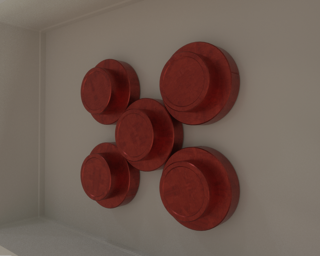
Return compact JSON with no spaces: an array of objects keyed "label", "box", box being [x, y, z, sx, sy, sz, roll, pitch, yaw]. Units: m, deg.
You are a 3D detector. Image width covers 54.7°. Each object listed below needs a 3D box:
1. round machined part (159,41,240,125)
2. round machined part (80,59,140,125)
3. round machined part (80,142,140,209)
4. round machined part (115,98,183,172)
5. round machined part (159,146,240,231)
[{"label":"round machined part","box":[0.038,-0.052,0.361,0.098,0.042,0.097,0,90,39]},{"label":"round machined part","box":[-0.080,-0.053,0.457,0.098,0.042,0.097,0,90,39]},{"label":"round machined part","box":[-0.080,0.070,0.457,0.098,0.042,0.097,0,90,39]},{"label":"round machined part","box":[-0.021,0.009,0.409,0.098,0.042,0.097,0,90,39]},{"label":"round machined part","box":[0.038,0.071,0.361,0.098,0.042,0.097,0,90,39]}]
